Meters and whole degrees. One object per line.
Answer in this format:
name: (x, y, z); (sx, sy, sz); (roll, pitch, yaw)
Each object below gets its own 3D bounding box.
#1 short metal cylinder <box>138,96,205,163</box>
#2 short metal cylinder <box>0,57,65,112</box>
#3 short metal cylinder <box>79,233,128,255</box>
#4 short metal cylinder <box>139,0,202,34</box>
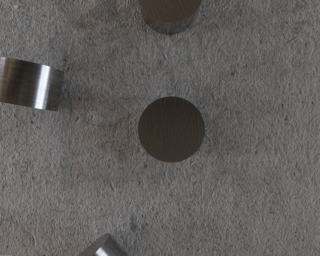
short metal cylinder: (0.014, 0.002, 0.397); (0.081, 0.050, 0.080); (0, 90, 0)
short metal cylinder: (-0.163, -0.052, 0.381); (0.080, 0.080, 0.050); (10, 90, 0)
short metal cylinder: (-0.077, 0.177, 0.382); (0.080, 0.080, 0.050); (-40, 90, 0)
short metal cylinder: (0.013, -0.167, 0.397); (0.081, 0.050, 0.080); (0, 90, 0)
